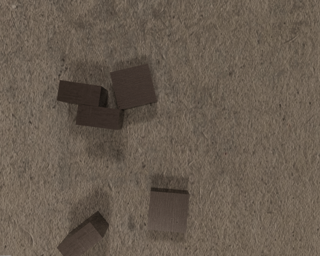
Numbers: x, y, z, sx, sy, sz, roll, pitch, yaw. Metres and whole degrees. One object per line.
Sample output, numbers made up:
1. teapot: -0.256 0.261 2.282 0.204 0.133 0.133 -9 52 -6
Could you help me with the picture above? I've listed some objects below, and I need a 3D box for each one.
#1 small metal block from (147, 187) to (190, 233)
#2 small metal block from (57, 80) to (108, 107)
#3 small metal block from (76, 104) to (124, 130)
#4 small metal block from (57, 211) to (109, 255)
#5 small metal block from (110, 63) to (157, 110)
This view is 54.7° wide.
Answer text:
1. small metal block: 0.011 0.108 0.410 0.050 0.025 0.050 5 90 -1
2. small metal block: -0.097 -0.042 0.396 0.050 0.050 0.025 8 90 -1
3. small metal block: -0.075 -0.013 0.397 0.050 0.050 0.025 7 90 -1
4. small metal block: -0.096 0.138 0.396 0.050 0.050 0.025 -38 90 0
5. small metal block: -0.034 -0.053 0.410 0.050 0.025 0.050 -14 90 -1
